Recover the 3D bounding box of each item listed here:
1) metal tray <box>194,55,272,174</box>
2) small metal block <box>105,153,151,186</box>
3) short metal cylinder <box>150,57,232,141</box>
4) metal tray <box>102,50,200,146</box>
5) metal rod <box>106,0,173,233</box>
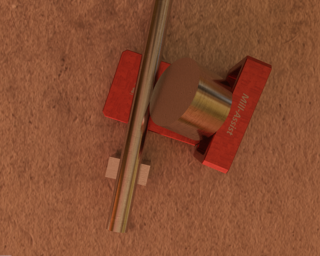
[{"bbox_3d":[0.084,-0.015,0.380,0.030,0.090,0.129,23,90,0],"label":"metal tray"},{"bbox_3d":[-0.039,0.052,0.398,0.050,0.050,0.025,13,90,-1],"label":"small metal block"},{"bbox_3d":[0.033,-0.031,0.347,0.050,0.080,0.080,23,90,-33],"label":"short metal cylinder"},{"bbox_3d":[0.002,-0.039,0.408,0.131,0.030,0.090,18,90,-1],"label":"metal tray"},{"bbox_3d":[-0.021,-0.030,0.372,0.025,0.025,0.299,11,81,-1],"label":"metal rod"}]
